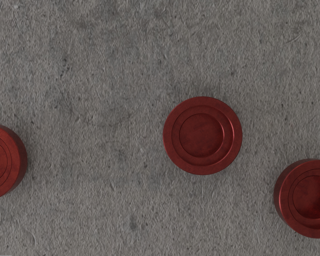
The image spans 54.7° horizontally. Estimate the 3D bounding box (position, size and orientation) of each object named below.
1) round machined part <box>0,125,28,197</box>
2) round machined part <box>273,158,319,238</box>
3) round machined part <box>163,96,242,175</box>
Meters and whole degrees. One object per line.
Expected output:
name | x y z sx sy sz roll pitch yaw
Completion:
round machined part | -0.220 0.042 0.400 0.099 0.042 0.097 0 90 0
round machined part | 0.196 0.088 0.403 0.099 0.042 0.097 0 90 0
round machined part | 0.053 0.009 0.402 0.099 0.042 0.097 0 90 0
